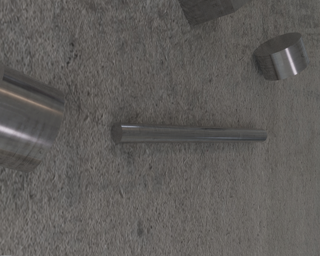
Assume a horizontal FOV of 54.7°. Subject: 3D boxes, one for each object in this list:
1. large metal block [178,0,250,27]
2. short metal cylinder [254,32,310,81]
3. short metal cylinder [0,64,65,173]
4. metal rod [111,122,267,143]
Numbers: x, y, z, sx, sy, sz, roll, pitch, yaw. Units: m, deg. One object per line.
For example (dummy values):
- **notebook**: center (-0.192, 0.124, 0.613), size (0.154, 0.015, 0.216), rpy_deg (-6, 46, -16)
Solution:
- **large metal block**: center (0.084, -0.193, 0.438), size (0.080, 0.080, 0.050), rpy_deg (-44, 117, -31)
- **short metal cylinder**: center (0.215, -0.127, 0.549), size (0.080, 0.080, 0.050), rpy_deg (-45, 117, -31)
- **short metal cylinder**: center (-0.125, -0.007, 0.264), size (0.050, 0.080, 0.080), rpy_deg (26, 74, -37)
- **metal rod**: center (0.065, 0.010, 0.459), size (0.302, 0.025, 0.025), rpy_deg (2, 89, -40)
